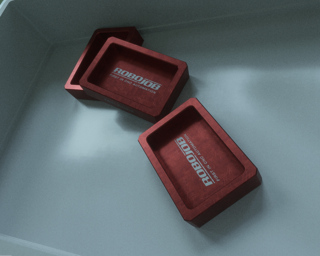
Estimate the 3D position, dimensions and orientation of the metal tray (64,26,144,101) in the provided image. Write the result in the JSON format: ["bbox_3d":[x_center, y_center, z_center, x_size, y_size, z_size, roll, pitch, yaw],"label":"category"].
[{"bbox_3d":[-0.091,-0.108,0.514,0.090,0.030,0.130,8,65,31],"label":"metal tray"}]

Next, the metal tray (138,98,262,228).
[{"bbox_3d":[0.040,0.034,0.359,0.090,0.030,0.130,-36,51,3],"label":"metal tray"}]

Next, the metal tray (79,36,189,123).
[{"bbox_3d":[-0.036,-0.069,0.438,0.130,0.030,0.090,24,73,18],"label":"metal tray"}]
